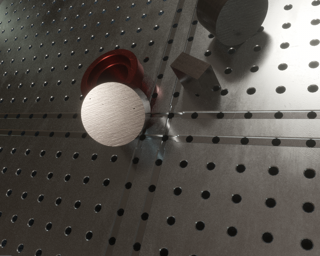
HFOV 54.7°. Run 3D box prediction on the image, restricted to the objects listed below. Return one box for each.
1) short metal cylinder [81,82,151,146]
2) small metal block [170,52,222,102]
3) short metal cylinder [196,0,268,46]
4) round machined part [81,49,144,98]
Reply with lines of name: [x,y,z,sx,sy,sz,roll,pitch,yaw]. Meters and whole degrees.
short metal cylinder: [-0.055,-0.020,0.406,0.080,0.050,0.079,1,98,6]
small metal block: [0.048,-0.067,0.408,0.025,0.050,0.050,-49,52,-6]
short metal cylinder: [0.097,-0.160,0.419,0.080,0.080,0.050,-36,52,4]
round machined part: [-0.068,-0.070,0.474,0.098,0.042,0.098,-13,56,20]
